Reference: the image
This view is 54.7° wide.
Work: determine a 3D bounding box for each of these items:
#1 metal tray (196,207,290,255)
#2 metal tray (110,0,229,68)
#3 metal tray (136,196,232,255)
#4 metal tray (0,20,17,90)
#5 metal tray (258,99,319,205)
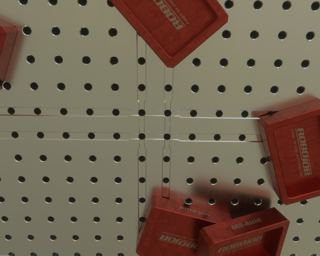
[{"bbox_3d":[0.117,0.171,0.445,0.131,0.030,0.089,-8,118,-21],"label":"metal tray"},{"bbox_3d":[0.004,-0.147,0.356,0.090,0.030,0.130,-39,106,13],"label":"metal tray"},{"bbox_3d":[0.038,0.163,0.472,0.131,0.030,0.089,16,109,-7],"label":"metal tray"},{"bbox_3d":[-0.251,-0.104,0.368,0.131,0.030,0.089,22,108,-9],"label":"metal tray"},{"bbox_3d":[0.196,0.035,0.426,0.090,0.030,0.129,-18,109,6],"label":"metal tray"}]
